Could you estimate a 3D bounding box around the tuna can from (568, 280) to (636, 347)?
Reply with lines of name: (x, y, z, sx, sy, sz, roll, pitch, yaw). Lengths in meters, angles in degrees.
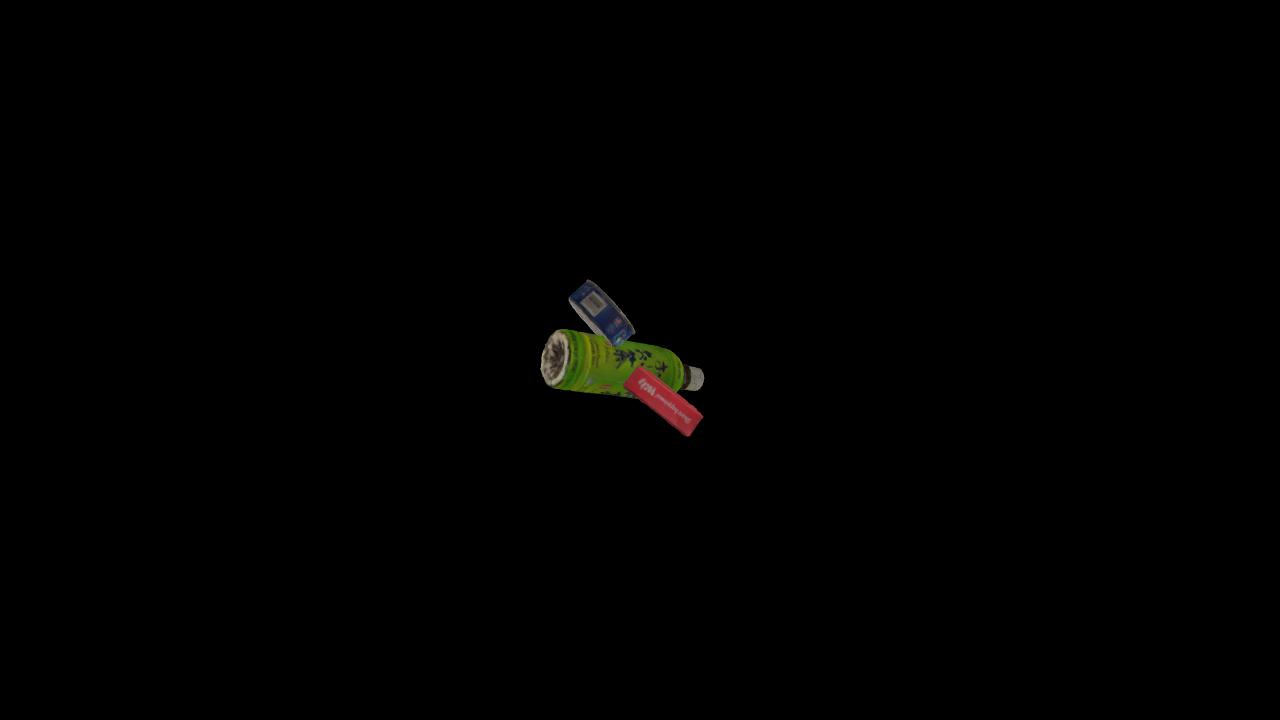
tuna can: (-0.045, -0.052, 0.718, 0.034, 0.084, 0.084, -43, 6, -6)

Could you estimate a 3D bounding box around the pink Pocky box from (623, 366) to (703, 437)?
pink Pocky box: (0.025, 0.042, 0.678, 0.084, 0.029, 0.155, 38, 0, 2)

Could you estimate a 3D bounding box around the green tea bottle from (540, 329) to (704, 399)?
green tea bottle: (-0.011, 0.011, 0.745, 0.212, 0.073, 0.073, 7, -4, -35)
